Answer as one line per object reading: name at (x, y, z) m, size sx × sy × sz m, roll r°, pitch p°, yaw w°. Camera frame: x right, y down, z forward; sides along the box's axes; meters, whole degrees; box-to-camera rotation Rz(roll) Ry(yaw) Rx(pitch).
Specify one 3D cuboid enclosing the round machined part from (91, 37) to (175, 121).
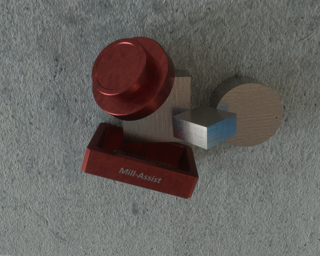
round machined part at (-0.037, -0.061, 0.349) m, size 0.098 × 0.098 × 0.042 m, roll -35°, pitch 151°, yaw 11°

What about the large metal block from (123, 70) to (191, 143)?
large metal block at (-0.005, -0.029, 0.388) m, size 0.080 × 0.050 × 0.079 m, roll -1°, pitch 110°, yaw 0°

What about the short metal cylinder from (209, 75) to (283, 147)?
short metal cylinder at (0.105, -0.023, 0.391) m, size 0.081 × 0.050 × 0.079 m, roll 0°, pitch 110°, yaw 0°

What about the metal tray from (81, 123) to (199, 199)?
metal tray at (-0.022, 0.037, 0.389) m, size 0.131 × 0.090 × 0.030 m, roll 16°, pitch 110°, yaw -6°

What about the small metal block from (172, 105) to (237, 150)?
small metal block at (0.050, -0.003, 0.348) m, size 0.050 × 0.050 × 0.025 m, roll -22°, pitch 118°, yaw -37°
